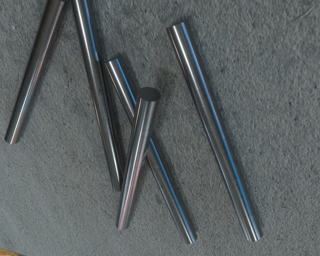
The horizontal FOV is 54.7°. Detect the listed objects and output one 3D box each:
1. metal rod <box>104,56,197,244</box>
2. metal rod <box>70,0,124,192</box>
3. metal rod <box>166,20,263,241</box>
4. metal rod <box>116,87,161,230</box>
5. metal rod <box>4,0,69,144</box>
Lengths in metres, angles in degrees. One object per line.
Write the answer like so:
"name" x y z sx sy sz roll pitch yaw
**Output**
"metal rod" -0.006 0.044 0.437 0.025 0.025 0.299 -9 114 32
"metal rod" -0.079 -0.035 0.426 0.025 0.025 0.298 8 122 24
"metal rod" 0.074 0.019 0.379 0.025 0.025 0.299 -10 113 32
"metal rod" -0.039 0.066 0.442 0.025 0.025 0.298 26 136 12
"metal rod" -0.194 -0.070 0.465 0.025 0.025 0.298 40 129 1
